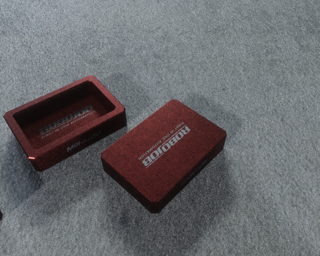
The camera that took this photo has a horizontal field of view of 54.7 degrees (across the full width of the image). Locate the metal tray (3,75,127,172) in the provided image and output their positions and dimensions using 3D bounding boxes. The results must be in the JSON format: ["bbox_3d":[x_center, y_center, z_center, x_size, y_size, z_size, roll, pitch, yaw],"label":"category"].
[{"bbox_3d":[-0.122,-0.011,0.407,0.131,0.030,0.090,-30,57,-24],"label":"metal tray"}]

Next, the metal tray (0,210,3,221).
[{"bbox_3d":[-0.247,0.095,0.317,0.131,0.030,0.090,-34,58,-26],"label":"metal tray"}]

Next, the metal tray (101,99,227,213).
[{"bbox_3d":[0.007,0.028,0.377,0.090,0.030,0.131,36,58,26],"label":"metal tray"}]
